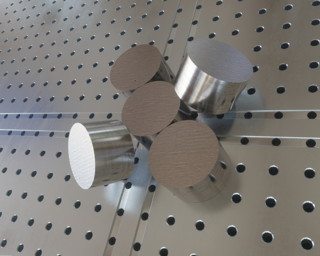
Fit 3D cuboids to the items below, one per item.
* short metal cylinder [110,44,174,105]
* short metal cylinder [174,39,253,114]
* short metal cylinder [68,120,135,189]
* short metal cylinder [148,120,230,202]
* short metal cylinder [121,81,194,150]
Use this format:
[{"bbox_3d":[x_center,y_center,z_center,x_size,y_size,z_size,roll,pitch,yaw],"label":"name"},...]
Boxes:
[{"bbox_3d":[-0.025,-0.073,0.448,0.080,0.050,0.080,-13,56,20],"label":"short metal cylinder"},{"bbox_3d":[0.063,-0.062,0.371,0.081,0.050,0.080,11,46,-11],"label":"short metal cylinder"},{"bbox_3d":[-0.074,0.031,0.384,0.080,0.050,0.079,12,105,52],"label":"short metal cylinder"},{"bbox_3d":[0.034,0.038,0.350,0.080,0.050,0.080,-13,56,20],"label":"short metal cylinder"},{"bbox_3d":[-0.002,-0.014,0.400,0.080,0.050,0.080,-13,56,20],"label":"short metal cylinder"}]
